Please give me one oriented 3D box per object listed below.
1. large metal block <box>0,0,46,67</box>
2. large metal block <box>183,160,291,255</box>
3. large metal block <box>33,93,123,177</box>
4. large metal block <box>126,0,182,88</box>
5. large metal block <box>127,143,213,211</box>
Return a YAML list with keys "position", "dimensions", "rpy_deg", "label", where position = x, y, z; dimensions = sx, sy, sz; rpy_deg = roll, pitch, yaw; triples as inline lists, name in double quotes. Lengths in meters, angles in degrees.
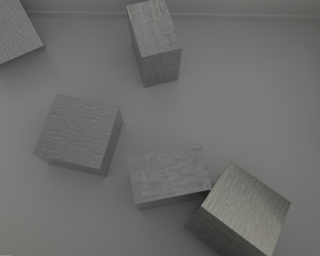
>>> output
- position: [-0.215, -0.133, 0.423]
  dimensions: [0.080, 0.050, 0.080]
  rpy_deg: [-27, 107, -10]
  label: "large metal block"
- position: [0.087, 0.097, 0.345]
  dimensions: [0.080, 0.050, 0.080]
  rpy_deg: [36, 45, 12]
  label: "large metal block"
- position: [-0.098, 0.010, 0.391]
  dimensions: [0.080, 0.050, 0.080]
  rpy_deg: [13, 70, 4]
  label: "large metal block"
- position: [-0.009, -0.113, 0.422]
  dimensions: [0.050, 0.080, 0.080]
  rpy_deg: [-15, 71, -6]
  label: "large metal block"
- position: [0.009, 0.060, 0.359]
  dimensions: [0.081, 0.080, 0.050]
  rpy_deg: [-10, 70, -4]
  label: "large metal block"
